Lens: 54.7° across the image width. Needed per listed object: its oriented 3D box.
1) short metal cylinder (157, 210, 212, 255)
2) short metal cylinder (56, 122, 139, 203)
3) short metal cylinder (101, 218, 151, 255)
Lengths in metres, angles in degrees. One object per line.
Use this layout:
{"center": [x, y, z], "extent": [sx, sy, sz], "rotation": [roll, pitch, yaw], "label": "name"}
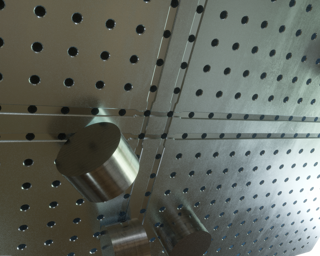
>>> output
{"center": [0.041, 0.190, 0.535], "extent": [0.081, 0.050, 0.079], "rotation": [-14, 124, -21], "label": "short metal cylinder"}
{"center": [-0.071, 0.039, 0.361], "extent": [0.080, 0.080, 0.050], "rotation": [-33, 129, -7], "label": "short metal cylinder"}
{"center": [-0.053, 0.179, 0.457], "extent": [0.050, 0.080, 0.079], "rotation": [-6, 121, -25], "label": "short metal cylinder"}
